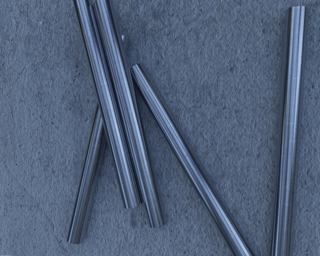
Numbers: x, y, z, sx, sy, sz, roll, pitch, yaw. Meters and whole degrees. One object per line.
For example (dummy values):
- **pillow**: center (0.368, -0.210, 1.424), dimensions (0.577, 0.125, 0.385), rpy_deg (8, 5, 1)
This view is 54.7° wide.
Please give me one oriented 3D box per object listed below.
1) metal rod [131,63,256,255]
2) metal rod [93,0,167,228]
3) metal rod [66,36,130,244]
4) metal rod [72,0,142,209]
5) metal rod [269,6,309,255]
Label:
- **metal rod**: center (0.040, 0.048, 0.394), dimensions (0.025, 0.025, 0.299), rpy_deg (-33, 80, 17)
- **metal rod**: center (-0.038, -0.018, 0.405), dimensions (0.025, 0.025, 0.298), rpy_deg (-13, 92, 19)
- **metal rod**: center (-0.089, 0.018, 0.438), dimensions (0.025, 0.025, 0.298), rpy_deg (15, 95, 19)
- **metal rod**: center (-0.071, -0.043, 0.407), dimensions (0.025, 0.025, 0.298), rpy_deg (-13, 91, 19)
- **metal rod**: center (0.148, 0.014, 0.356), dimensions (0.025, 0.025, 0.298), rpy_deg (4, 91, 19)
